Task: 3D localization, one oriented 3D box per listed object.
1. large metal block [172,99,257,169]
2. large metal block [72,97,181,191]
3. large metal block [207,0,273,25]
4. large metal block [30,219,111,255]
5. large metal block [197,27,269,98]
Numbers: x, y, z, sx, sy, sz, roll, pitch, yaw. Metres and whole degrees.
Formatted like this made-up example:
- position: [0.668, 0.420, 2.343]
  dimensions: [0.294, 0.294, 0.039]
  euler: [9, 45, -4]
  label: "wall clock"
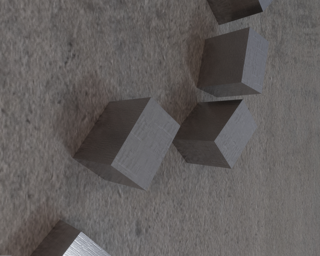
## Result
- position: [0.075, 0.007, 0.434]
  dimensions: [0.080, 0.080, 0.050]
  euler: [-51, 120, -28]
  label: "large metal block"
- position: [-0.037, 0.015, 0.339]
  dimensions: [0.050, 0.080, 0.080]
  euler: [43, 64, -32]
  label: "large metal block"
- position: [0.132, -0.212, 0.482]
  dimensions: [0.080, 0.080, 0.050]
  euler: [-49, 120, -29]
  label: "large metal block"
- position: [-0.091, 0.154, 0.314]
  dimensions: [0.080, 0.050, 0.080]
  euler: [52, 59, -28]
  label: "large metal block"
- position: [0.108, -0.094, 0.462]
  dimensions: [0.050, 0.080, 0.080]
  euler: [18, 79, -39]
  label: "large metal block"
